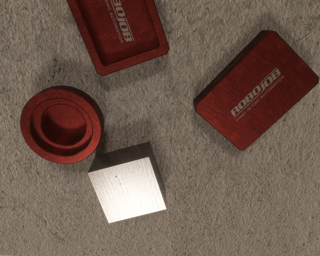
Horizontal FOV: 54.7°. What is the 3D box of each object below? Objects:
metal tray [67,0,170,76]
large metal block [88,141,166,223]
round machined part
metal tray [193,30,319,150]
[{"bbox_3d":[-0.051,-0.136,0.356,0.090,0.030,0.129,-18,109,6],"label":"metal tray"},{"bbox_3d":[-0.041,0.073,0.423,0.080,0.050,0.080,-15,110,5],"label":"large metal block"},{"bbox_3d":[-0.121,-0.007,0.397,0.099,0.042,0.097,0,110,-1],"label":"round machined part"},{"bbox_3d":[0.118,-0.046,0.392,0.090,0.030,0.130,40,105,-14],"label":"metal tray"}]
